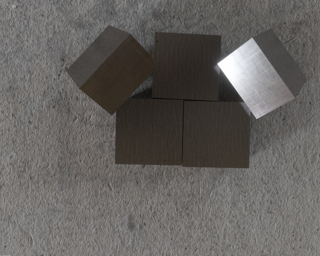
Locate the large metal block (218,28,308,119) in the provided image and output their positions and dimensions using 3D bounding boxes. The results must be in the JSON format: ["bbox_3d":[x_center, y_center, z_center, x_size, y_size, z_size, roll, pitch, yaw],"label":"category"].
[{"bbox_3d":[0.128,-0.069,0.379,0.050,0.080,0.080,-35,90,40],"label":"large metal block"}]

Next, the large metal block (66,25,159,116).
[{"bbox_3d":[-0.060,-0.073,0.376,0.080,0.080,0.050,-47,125,0],"label":"large metal block"}]

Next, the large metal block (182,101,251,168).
[{"bbox_3d":[0.068,0.008,0.398,0.081,0.050,0.079,1,90,-1],"label":"large metal block"}]

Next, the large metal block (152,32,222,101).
[{"bbox_3d":[0.032,-0.075,0.399,0.081,0.050,0.079,3,90,-1],"label":"large metal block"}]

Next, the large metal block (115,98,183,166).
[{"bbox_3d":[-0.013,0.004,0.398,0.081,0.050,0.079,1,90,-1],"label":"large metal block"}]
